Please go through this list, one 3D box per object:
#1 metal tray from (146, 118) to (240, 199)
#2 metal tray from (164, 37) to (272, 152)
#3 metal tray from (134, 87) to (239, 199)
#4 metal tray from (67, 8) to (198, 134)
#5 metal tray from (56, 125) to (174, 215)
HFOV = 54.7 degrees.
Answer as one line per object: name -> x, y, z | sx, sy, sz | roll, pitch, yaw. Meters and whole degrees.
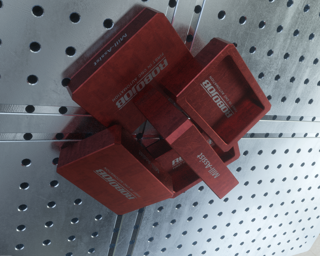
metal tray -> 0.052, 0.038, 0.460 | 0.131, 0.030, 0.090 | -30, 129, -10
metal tray -> 0.077, -0.036, 0.390 | 0.090, 0.030, 0.130 | -45, 130, 3
metal tray -> 0.032, 0.019, 0.360 | 0.030, 0.090, 0.130 | -42, 130, 0
metal tray -> -0.028, -0.059, 0.356 | 0.130, 0.030, 0.090 | -43, 130, 1
metal tray -> -0.052, 0.059, 0.393 | 0.090, 0.030, 0.130 | -24, 132, 18
